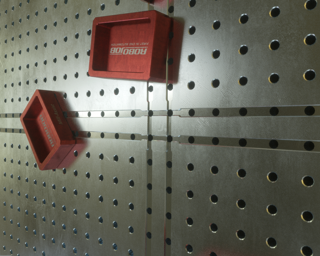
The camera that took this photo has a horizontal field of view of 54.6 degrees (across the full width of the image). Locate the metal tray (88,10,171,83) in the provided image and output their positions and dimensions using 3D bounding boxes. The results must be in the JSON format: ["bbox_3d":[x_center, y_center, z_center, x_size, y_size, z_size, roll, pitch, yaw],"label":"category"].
[{"bbox_3d":[-0.048,-0.115,0.446,0.130,0.030,0.089,11,97,39],"label":"metal tray"}]

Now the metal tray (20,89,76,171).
[{"bbox_3d":[-0.215,0.003,0.585,0.090,0.030,0.130,-46,63,30],"label":"metal tray"}]

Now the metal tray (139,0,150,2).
[{"bbox_3d":[-0.025,-0.254,0.427,0.090,0.030,0.130,-38,67,33],"label":"metal tray"}]
